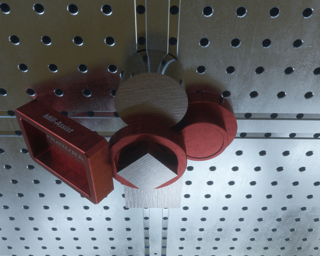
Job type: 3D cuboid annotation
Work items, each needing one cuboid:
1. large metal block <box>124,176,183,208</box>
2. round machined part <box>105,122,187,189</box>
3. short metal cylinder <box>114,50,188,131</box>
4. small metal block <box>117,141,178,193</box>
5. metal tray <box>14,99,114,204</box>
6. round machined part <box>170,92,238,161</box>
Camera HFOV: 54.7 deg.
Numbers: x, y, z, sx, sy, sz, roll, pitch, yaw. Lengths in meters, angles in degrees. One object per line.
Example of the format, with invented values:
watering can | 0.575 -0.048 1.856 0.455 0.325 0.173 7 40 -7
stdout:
large metal block | -0.010 0.072 0.453 0.081 0.050 0.079 0 130 -1
round machined part | -0.017 0.030 0.388 0.099 0.042 0.097 0 130 0
short metal cylinder | -0.010 -0.042 0.359 0.081 0.050 0.079 0 130 0
small metal block | -0.015 0.046 0.369 0.050 0.025 0.050 -34 123 25
metal tray | -0.118 0.028 0.384 0.130 0.030 0.089 26 136 26
round machined part | 0.052 0.005 0.404 0.099 0.042 0.097 0 130 0
